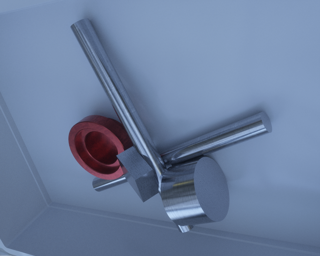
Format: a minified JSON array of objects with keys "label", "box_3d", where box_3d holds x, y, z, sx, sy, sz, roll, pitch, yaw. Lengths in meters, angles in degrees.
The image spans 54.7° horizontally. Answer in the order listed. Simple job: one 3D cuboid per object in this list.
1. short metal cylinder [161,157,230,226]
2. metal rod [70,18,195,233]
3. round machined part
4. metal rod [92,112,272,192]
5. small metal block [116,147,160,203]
[{"label":"short metal cylinder","box_3d":[0.046,0.082,0.396,0.050,0.080,0.080,-21,107,36]},{"label":"metal rod","box_3d":[-0.030,0.003,0.400,0.025,0.025,0.299,-21,101,35]},{"label":"round machined part","box_3d":[-0.080,0.024,0.451,0.098,0.042,0.097,13,124,20]},{"label":"metal rod","box_3d":[0.007,0.044,0.429,0.299,0.025,0.025,-25,105,36]},{"label":"small metal block","box_3d":[-0.029,0.060,0.405,0.050,0.025,0.050,44,157,41]}]
